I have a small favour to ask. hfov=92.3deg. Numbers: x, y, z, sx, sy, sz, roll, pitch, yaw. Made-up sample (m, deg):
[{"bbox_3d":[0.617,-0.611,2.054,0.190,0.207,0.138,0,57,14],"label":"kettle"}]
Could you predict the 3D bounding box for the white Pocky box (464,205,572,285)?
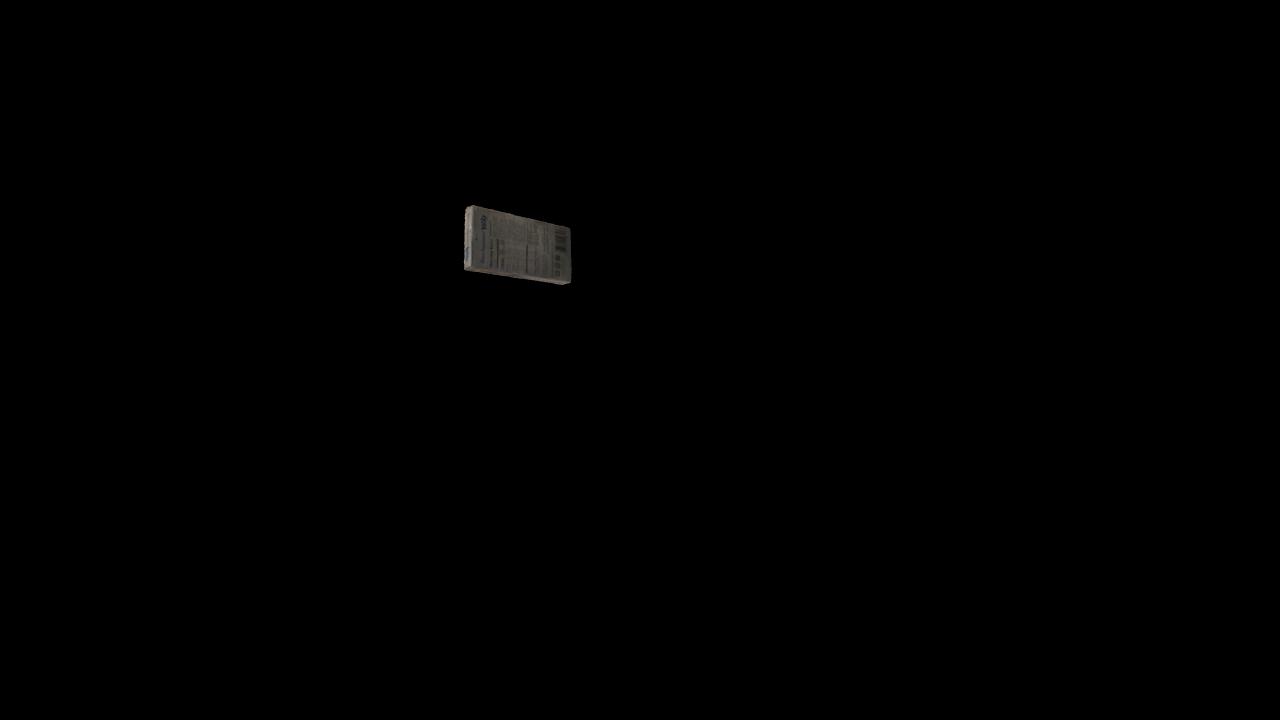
[{"bbox_3d":[-0.163,-0.153,0.840,0.154,0.084,0.028,4,-7,-41],"label":"white Pocky box"}]
